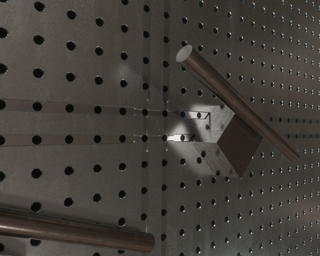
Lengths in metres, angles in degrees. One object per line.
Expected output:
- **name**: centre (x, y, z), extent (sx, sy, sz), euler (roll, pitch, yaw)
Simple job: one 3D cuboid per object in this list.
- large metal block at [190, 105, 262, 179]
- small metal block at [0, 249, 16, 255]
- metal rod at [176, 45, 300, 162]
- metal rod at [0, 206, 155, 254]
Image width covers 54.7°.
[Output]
- **large metal block**: centre (0.105, 0.020, 0.484), extent (0.080, 0.050, 0.080), euler (-53, 121, -27)
- **small metal block**: centre (-0.154, 0.139, 0.281), extent (0.050, 0.025, 0.050), euler (44, 64, -32)
- **metal rod**: centre (0.131, -0.020, 0.456), extent (0.301, 0.025, 0.025), euler (34, 69, -35)
- **metal rod**: centre (-0.123, 0.097, 0.306), extent (0.301, 0.025, 0.025), euler (25, 74, -37)
